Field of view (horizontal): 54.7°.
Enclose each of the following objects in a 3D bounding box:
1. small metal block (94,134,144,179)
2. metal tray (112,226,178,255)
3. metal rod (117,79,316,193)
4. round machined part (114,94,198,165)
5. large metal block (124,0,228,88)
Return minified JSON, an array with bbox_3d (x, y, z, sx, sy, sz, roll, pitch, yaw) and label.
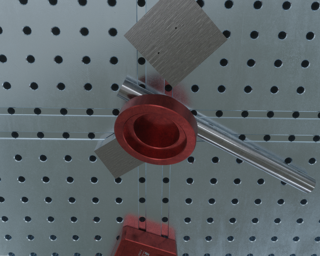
[{"bbox_3d":[-0.053,0.034,0.425,0.050,0.025,0.050,-31,108,10],"label":"small metal block"},{"bbox_3d":[-0.037,0.227,0.493,0.091,0.030,0.129,20,109,-8],"label":"metal tray"},{"bbox_3d":[0.083,0.015,0.420,0.301,0.025,0.025,27,108,-10],"label":"metal rod"},{"bbox_3d":[-0.003,-0.002,0.379,0.098,0.042,0.097,7,133,8],"label":"round machined part"},{"bbox_3d":[0.017,-0.107,0.361,0.080,0.050,0.080,-41,106,13],"label":"large metal block"}]
